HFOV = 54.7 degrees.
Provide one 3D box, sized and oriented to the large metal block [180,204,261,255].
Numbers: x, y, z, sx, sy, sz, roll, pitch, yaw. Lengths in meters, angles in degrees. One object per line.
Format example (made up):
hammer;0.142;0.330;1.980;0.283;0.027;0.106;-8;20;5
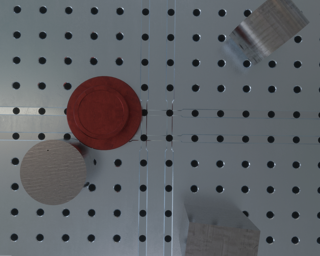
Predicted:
large metal block;0.070;0.135;0.386;0.080;0.080;0.050;7;90;0

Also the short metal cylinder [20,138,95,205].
short metal cylinder;-0.129;0.054;0.400;0.081;0.050;0.079;0;90;0

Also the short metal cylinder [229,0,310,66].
short metal cylinder;0.135;-0.123;0.387;0.080;0.080;0.050;-39;90;0

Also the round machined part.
round machined part;-0.073;-0.019;0.404;0.099;0.042;0.097;0;90;0
